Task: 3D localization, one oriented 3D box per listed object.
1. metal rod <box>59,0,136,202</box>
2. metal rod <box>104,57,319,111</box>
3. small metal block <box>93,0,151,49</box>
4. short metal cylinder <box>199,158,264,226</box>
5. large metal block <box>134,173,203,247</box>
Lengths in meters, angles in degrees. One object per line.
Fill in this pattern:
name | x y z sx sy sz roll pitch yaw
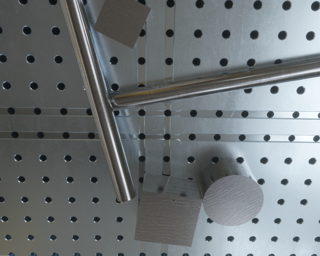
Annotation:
metal rod | -0.078 -0.053 0.369 0.025 0.025 0.298 -13 101 4
metal rod | 0.068 -0.055 0.394 0.302 0.025 0.025 -9 110 3
small metal block | -0.044 -0.129 0.365 0.050 0.025 0.050 25 108 -9
short metal cylinder | 0.097 0.089 0.434 0.081 0.050 0.079 0 110 -1
large metal block | 0.010 0.116 0.443 0.081 0.050 0.079 9 110 -4
